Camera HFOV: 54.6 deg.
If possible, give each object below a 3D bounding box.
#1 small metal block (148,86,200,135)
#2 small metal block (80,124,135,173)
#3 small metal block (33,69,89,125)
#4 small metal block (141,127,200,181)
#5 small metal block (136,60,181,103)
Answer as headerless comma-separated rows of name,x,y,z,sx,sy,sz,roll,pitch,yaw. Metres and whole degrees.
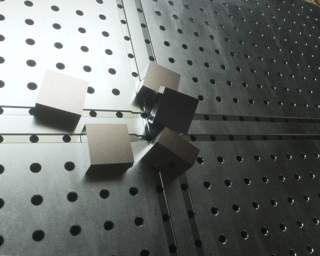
small metal block,0.018,-0.024,0.415,0.050,0.025,0.050,18,94,-18
small metal block,-0.062,0.023,0.361,0.050,0.025,0.050,0,62,-28
small metal block,-0.116,-0.036,0.368,0.050,0.025,0.050,16,55,-19
small metal block,0.012,0.032,0.378,0.050,0.050,0.025,34,51,-6
small metal block,-0.001,-0.062,0.445,0.050,0.025,0.050,23,53,-14
